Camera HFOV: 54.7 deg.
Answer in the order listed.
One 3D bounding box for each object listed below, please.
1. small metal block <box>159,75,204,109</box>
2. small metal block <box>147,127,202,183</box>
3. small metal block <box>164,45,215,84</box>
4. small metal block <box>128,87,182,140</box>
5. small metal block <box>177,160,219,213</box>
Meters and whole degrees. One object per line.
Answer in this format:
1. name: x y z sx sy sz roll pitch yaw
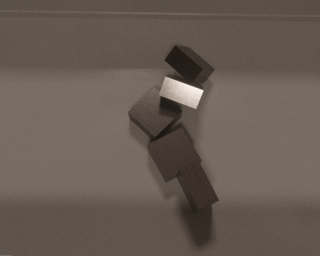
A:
1. small metal block: 0.029 -0.049 0.410 0.050 0.050 0.025 21 105 2
2. small metal block: 0.018 0.035 0.397 0.050 0.025 0.050 -27 72 -10
3. small metal block: 0.042 -0.087 0.426 0.050 0.050 0.025 44 116 14
4. small metal block: -0.006 -0.017 0.416 0.050 0.025 0.050 42 75 13
5. small metal block: 0.043 0.072 0.371 0.025 0.050 0.050 -23 72 -8
